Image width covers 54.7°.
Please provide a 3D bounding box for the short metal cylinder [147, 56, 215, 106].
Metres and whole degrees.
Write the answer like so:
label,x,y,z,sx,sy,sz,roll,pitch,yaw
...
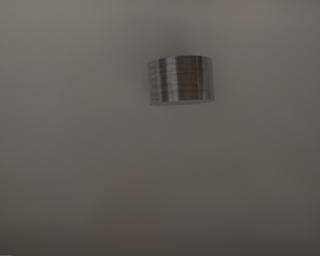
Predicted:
label,x,y,z,sx,sy,sz,roll,pitch,yaw
short metal cylinder,0.026,-0.056,0.384,0.081,0.080,0.050,-4,90,-1
